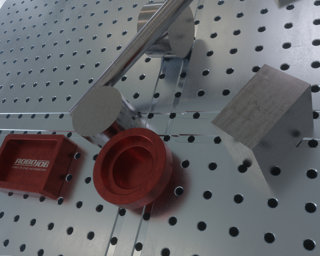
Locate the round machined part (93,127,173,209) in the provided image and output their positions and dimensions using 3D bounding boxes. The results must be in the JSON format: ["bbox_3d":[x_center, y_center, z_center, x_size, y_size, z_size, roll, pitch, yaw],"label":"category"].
[{"bbox_3d":[-0.029,0.052,0.381,0.098,0.042,0.098,-13,56,21],"label":"round machined part"}]

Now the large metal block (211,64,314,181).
[{"bbox_3d":[0.108,-0.004,0.318,0.080,0.080,0.050,-47,51,-5],"label":"large metal block"}]

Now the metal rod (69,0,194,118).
[{"bbox_3d":[-0.034,-0.107,0.424,0.299,0.025,0.025,-41,48,28],"label":"metal rod"}]

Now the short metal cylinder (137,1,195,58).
[{"bbox_3d":[0.011,-0.144,0.456,0.050,0.080,0.080,8,66,32],"label":"short metal cylinder"}]

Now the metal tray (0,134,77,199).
[{"bbox_3d":[-0.200,0.055,0.475,0.130,0.030,0.090,0,62,28],"label":"metal tray"}]

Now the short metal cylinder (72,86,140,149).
[{"bbox_3d":[-0.076,-0.012,0.439,0.080,0.050,0.080,-13,56,21],"label":"short metal cylinder"}]
